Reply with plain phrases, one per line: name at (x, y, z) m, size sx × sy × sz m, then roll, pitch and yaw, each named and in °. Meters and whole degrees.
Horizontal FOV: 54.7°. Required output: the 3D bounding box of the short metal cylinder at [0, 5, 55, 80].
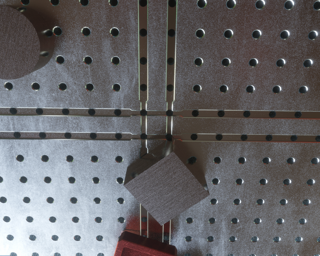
short metal cylinder at (-0.171, -0.101, 0.361) m, size 0.081 × 0.050 × 0.079 m, roll 0°, pitch 110°, yaw 0°

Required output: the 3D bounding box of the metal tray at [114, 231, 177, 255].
metal tray at (-0.034, 0.235, 0.475) m, size 0.090 × 0.030 × 0.129 m, roll 17°, pitch 97°, yaw 2°

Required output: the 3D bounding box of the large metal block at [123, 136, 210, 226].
large metal block at (0.009, 0.073, 0.427) m, size 0.080 × 0.050 × 0.080 m, roll -36°, pitch 107°, yaw 12°
